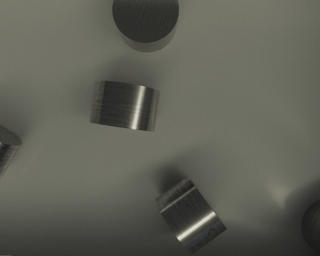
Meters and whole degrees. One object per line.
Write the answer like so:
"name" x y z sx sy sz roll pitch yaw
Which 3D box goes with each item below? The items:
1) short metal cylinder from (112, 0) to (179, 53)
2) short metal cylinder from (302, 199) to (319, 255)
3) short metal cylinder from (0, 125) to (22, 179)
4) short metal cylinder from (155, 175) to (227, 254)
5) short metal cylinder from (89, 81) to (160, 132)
"short metal cylinder" -0.017 -0.143 0.398 0.081 0.050 0.080 0 90 0
"short metal cylinder" 0.235 0.135 0.401 0.081 0.050 0.080 0 90 0
"short metal cylinder" -0.222 0.023 0.382 0.080 0.080 0.050 30 90 0
"short metal cylinder" 0.038 0.106 0.384 0.050 0.080 0.080 -37 90 0
"short metal cylinder" -0.043 -0.026 0.383 0.080 0.080 0.050 8 90 0
